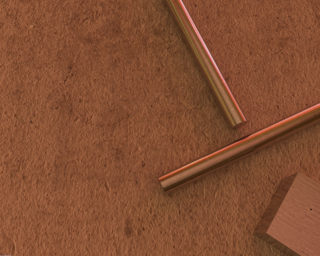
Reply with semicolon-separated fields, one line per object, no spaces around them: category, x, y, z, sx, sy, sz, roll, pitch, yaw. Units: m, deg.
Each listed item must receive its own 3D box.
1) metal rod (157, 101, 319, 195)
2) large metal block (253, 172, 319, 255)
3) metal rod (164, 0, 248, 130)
metal rod;0.138;0.012;0.405;0.302;0.025;0.025;-24;72;-9
large metal block;0.169;0.110;0.357;0.080;0.050;0.080;32;73;11
metal rod;0.048;-0.134;0.457;0.025;0.025;0.299;-21;72;-8
